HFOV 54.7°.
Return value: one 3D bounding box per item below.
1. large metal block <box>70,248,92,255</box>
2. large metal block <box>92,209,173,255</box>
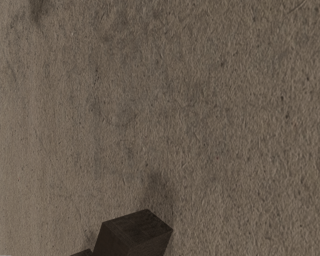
[{"bbox_3d":[-0.122,0.255,0.487,0.080,0.050,0.079,37,113,33],"label":"large metal block"},{"bbox_3d":[-0.038,0.160,0.399,0.050,0.081,0.079,30,108,36],"label":"large metal block"}]
